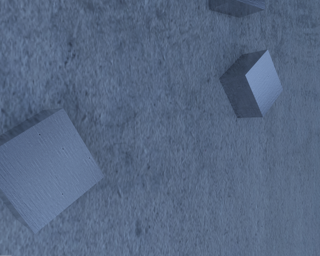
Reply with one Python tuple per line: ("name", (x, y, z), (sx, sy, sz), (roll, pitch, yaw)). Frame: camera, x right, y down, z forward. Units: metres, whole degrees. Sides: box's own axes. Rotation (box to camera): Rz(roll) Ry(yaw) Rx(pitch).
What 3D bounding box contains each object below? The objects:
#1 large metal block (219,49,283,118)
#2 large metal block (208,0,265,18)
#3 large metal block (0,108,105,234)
("large metal block", (0.155, -0.073, 0.522), (0.080, 0.050, 0.080), (-46, 118, -30))
("large metal block", (0.122, -0.229, 0.493), (0.081, 0.050, 0.079), (-5, 93, -40))
("large metal block", (-0.114, 0.036, 0.294), (0.080, 0.050, 0.080), (-40, 115, -33))
